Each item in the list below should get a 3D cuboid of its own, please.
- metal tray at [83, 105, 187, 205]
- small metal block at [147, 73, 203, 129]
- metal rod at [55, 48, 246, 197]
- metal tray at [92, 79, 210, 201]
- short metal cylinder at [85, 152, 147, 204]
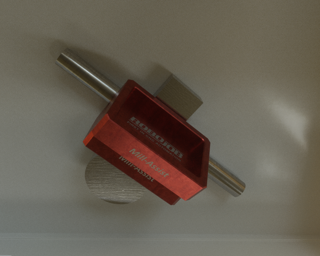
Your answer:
[{"bbox_3d":[-0.025,0.029,0.386,0.130,0.090,0.030,37,106,-13],"label":"metal tray"},{"bbox_3d":[0.019,-0.033,0.398,0.050,0.025,0.050,39,105,-14],"label":"small metal block"},{"bbox_3d":[-0.003,0.000,0.411,0.301,0.025,0.025,37,106,-13],"label":"metal rod"},{"bbox_3d":[-0.002,0.011,0.352,0.130,0.090,0.030,37,123,-13],"label":"metal tray"},{"bbox_3d":[-0.052,0.053,0.409,0.080,0.050,0.079,2,117,4],"label":"short metal cylinder"}]
